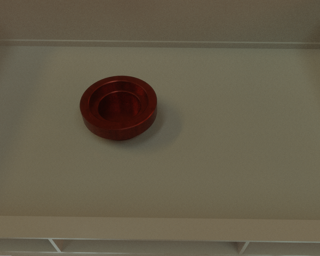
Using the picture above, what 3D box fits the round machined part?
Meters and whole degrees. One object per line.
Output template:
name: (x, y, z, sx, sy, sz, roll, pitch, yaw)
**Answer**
round machined part: (-0.053, -0.022, 0.413, 0.099, 0.042, 0.098, 0, 50, 0)
